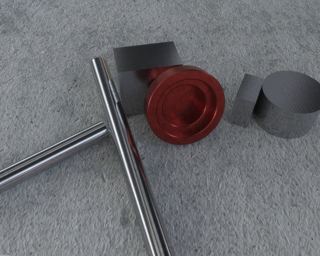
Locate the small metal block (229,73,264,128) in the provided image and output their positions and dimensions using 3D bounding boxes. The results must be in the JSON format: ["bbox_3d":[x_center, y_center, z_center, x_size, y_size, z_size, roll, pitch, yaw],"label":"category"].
[{"bbox_3d":[0.117,-0.037,0.419,0.025,0.050,0.050,19,53,15],"label":"small metal block"}]

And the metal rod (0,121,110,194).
[{"bbox_3d":[-0.194,0.068,0.343,0.302,0.025,0.025,-28,56,-22],"label":"metal rod"}]

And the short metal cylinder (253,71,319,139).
[{"bbox_3d":[0.172,-0.032,0.416,0.081,0.050,0.080,0,50,0],"label":"short metal cylinder"}]

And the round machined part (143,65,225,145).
[{"bbox_3d":[0.027,-0.031,0.388,0.099,0.097,0.042,-13,28,-11],"label":"round machined part"}]

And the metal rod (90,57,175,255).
[{"bbox_3d":[-0.042,0.021,0.372,0.025,0.025,0.299,-15,56,-12],"label":"metal rod"}]

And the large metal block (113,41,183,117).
[{"bbox_3d":[-0.017,-0.066,0.423,0.081,0.080,0.050,-9,51,-8],"label":"large metal block"}]
